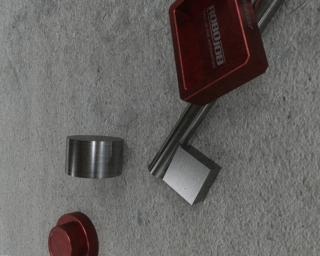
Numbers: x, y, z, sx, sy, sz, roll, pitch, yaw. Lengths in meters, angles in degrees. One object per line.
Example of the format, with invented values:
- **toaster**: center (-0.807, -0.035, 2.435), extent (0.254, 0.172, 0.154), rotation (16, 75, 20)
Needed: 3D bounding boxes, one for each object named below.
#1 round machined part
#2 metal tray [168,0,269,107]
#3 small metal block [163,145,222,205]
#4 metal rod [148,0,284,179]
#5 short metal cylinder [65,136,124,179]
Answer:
- **round machined part**: center (-0.151, 0.194, 0.518), extent (0.098, 0.042, 0.097), rotation (0, 90, 40)
- **metal tray**: center (0.055, -0.099, 0.329), extent (0.090, 0.030, 0.130), rotation (-29, 58, 44)
- **small metal block**: center (0.038, 0.055, 0.374), extent (0.050, 0.025, 0.050), rotation (37, 113, 33)
- **metal rod**: center (0.067, -0.059, 0.349), extent (0.025, 0.025, 0.298), rotation (46, 117, 30)
- **short metal cylinder**: center (-0.094, 0.039, 0.447), extent (0.080, 0.081, 0.050), rotation (7, 95, 40)
